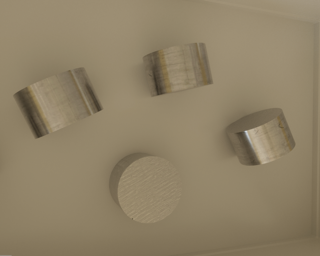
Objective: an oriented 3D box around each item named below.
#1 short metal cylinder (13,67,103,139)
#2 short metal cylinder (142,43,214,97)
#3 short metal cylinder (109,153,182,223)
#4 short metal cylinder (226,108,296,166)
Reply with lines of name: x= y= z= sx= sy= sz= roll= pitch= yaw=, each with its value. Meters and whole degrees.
short metal cylinder: x=-0.110 y=-0.028 z=0.341 sx=0.081 sy=0.080 sz=0.050 roll=-26 pitch=99 yaw=-18
short metal cylinder: x=0.023 y=-0.072 z=0.391 sx=0.081 sy=0.080 sz=0.050 roll=-14 pitch=95 yaw=-20
short metal cylinder: x=-0.019 y=0.073 z=0.391 sx=0.081 sy=0.050 sz=0.079 roll=0 pitch=90 yaw=-21
short metal cylinder: x=0.140 y=0.011 z=0.435 sx=0.081 sy=0.080 sz=0.050 roll=-28 pitch=100 yaw=-18
